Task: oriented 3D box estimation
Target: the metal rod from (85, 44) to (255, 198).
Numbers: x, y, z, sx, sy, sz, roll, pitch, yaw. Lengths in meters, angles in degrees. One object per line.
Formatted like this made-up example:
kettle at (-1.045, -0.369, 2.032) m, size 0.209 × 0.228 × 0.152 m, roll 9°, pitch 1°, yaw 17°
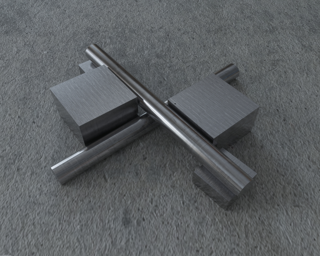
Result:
metal rod at (-0.006, -0.026, 0.393) m, size 0.025 × 0.025 × 0.300 m, roll -32°, pitch 57°, yaw -24°

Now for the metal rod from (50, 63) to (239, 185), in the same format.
metal rod at (-0.003, -0.017, 0.420) m, size 0.302 × 0.025 × 0.025 m, roll -32°, pitch 57°, yaw -24°

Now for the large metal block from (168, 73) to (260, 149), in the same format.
large metal block at (0.066, -0.015, 0.402) m, size 0.081 × 0.050 × 0.080 m, roll -32°, pitch 57°, yaw -24°

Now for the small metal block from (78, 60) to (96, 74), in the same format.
small metal block at (-0.089, -0.084, 0.476) m, size 0.050 × 0.025 × 0.050 m, roll -30°, pitch 56°, yaw -23°

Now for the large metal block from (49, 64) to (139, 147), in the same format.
large metal block at (-0.085, -0.029, 0.410) m, size 0.081 × 0.050 × 0.080 m, roll -30°, pitch 56°, yaw -23°

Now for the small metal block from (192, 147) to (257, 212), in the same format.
small metal block at (0.074, 0.058, 0.357) m, size 0.050 × 0.025 × 0.050 m, roll -36°, pitch 59°, yaw -26°
